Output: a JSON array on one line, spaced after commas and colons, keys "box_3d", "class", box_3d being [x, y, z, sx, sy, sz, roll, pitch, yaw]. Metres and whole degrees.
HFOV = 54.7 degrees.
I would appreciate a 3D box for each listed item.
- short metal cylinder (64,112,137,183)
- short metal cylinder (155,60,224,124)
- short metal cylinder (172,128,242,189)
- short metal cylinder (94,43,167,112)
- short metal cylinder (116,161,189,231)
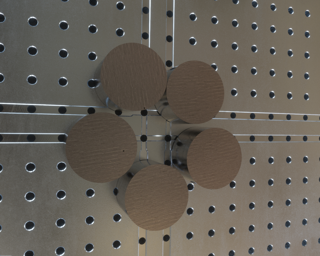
[{"box_3d": [-0.073, 0.022, 0.372, 0.081, 0.050, 0.079, 0, 91, -20], "class": "short metal cylinder"}, {"box_3d": [0.037, -0.045, 0.412, 0.081, 0.050, 0.079, 0, 90, -20], "class": "short metal cylinder"}, {"box_3d": [0.062, 0.039, 0.421, 0.081, 0.050, 0.079, -1, 92, -20], "class": "short metal cylinder"}, {"box_3d": [-0.038, -0.060, 0.385, 0.081, 0.050, 0.079, 0, 90, -20], "class": "short metal cylinder"}, {"box_3d": [-0.011, 0.083, 0.394, 0.081, 0.050, 0.080, 0, 90, -19], "class": "short metal cylinder"}]
